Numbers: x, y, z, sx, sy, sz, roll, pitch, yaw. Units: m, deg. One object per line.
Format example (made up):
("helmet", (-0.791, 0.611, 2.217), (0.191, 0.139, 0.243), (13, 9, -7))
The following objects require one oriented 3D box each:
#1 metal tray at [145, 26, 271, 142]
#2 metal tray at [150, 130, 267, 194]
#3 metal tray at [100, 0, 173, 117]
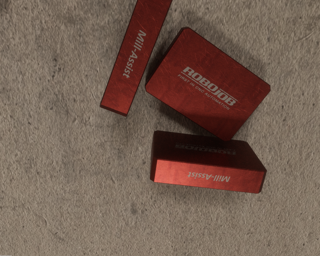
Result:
("metal tray", (0.058, -0.053, 0.389), (0.130, 0.030, 0.090), (32, 107, -12))
("metal tray", (0.055, 0.040, 0.390), (0.131, 0.090, 0.030), (7, 110, -3))
("metal tray", (-0.025, -0.087, 0.342), (0.030, 0.090, 0.129), (21, 109, -8))
